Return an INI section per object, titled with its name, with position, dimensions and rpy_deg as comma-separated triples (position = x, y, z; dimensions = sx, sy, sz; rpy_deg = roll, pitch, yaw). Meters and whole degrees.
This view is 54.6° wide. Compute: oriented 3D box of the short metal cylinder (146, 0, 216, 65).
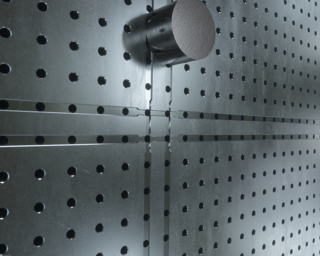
[short metal cylinder]
position = 0.029, -0.128, 0.416
dimensions = 0.081, 0.050, 0.080
rpy_deg = 0, 90, -40
